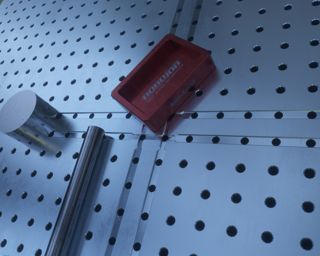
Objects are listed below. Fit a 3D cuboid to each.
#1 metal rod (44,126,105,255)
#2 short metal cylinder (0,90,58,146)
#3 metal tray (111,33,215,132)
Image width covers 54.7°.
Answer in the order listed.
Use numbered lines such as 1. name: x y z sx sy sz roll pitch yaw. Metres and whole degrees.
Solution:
1. metal rod: -0.123 0.134 0.388 0.025 0.025 0.300 -2 61 27
2. short metal cylinder: -0.220 -0.016 0.515 0.080 0.050 0.080 -13 56 20
3. metal tray: 0.003 -0.069 0.444 0.130 0.030 0.090 -47 52 -6
